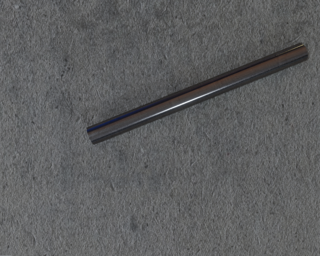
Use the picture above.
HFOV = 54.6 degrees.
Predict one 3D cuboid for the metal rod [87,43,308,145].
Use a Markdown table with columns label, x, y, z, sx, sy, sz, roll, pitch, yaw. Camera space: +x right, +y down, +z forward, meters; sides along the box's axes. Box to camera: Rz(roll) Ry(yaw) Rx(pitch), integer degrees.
| label | x | y | z | sx | sy | sz | roll | pitch | yaw |
| --- | --- | --- | --- | --- | --- | --- | --- | --- | --- |
| metal rod | 0.049 | -0.045 | 0.410 | 0.301 | 0.025 | 0.025 | -22 | 90 | 0 |
